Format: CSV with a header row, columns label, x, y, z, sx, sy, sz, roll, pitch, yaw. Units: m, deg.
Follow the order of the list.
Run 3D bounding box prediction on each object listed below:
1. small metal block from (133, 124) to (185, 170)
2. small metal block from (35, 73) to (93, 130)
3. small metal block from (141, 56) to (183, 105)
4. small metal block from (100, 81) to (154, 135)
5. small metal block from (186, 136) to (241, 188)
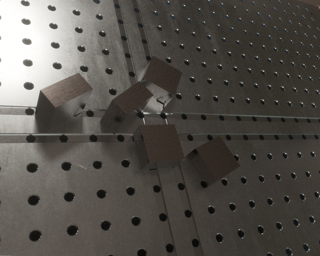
label,x,y,z,sx,sy,sz,roll,pitch,yaw
small metal block,-0.002,0.023,0.394,0.050,0.025,0.050,-2,63,-29
small metal block,-0.110,-0.030,0.352,0.025,0.050,0.050,49,51,5
small metal block,0.000,-0.070,0.453,0.050,0.025,0.050,28,52,-11
small metal block,-0.041,-0.025,0.386,0.025,0.050,0.050,45,51,3
small metal block,0.073,0.045,0.422,0.050,0.025,0.050,-23,74,-37
